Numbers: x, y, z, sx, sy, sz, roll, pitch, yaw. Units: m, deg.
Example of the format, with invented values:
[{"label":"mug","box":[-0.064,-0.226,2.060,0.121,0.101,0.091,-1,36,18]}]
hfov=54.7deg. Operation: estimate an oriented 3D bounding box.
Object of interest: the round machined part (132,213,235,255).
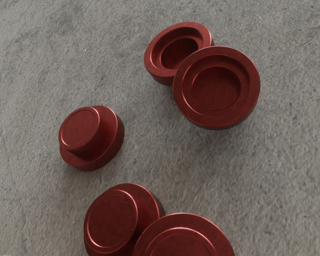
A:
[{"label":"round machined part","box":[0.021,0.128,0.285,0.099,0.042,0.098,-3,68,8]}]

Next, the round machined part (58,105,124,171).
[{"label":"round machined part","box":[-0.104,0.009,0.440,0.098,0.042,0.098,-13,56,20]}]

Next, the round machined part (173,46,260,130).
[{"label":"round machined part","box":[0.067,-0.044,0.371,0.098,0.042,0.098,-3,76,12]}]

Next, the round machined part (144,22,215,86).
[{"label":"round machined part","box":[0.031,-0.099,0.436,0.098,0.042,0.098,-13,56,20]}]

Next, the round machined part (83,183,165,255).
[{"label":"round machined part","box":[-0.046,0.108,0.349,0.098,0.042,0.098,-13,56,20]}]
